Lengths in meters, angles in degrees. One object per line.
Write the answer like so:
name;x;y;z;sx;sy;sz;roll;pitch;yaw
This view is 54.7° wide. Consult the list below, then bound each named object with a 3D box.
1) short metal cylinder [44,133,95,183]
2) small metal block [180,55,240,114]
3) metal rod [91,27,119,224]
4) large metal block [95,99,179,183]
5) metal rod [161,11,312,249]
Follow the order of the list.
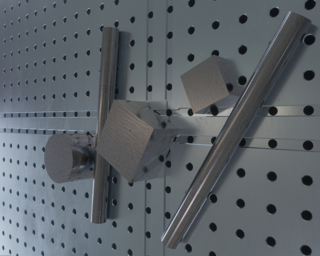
short metal cylinder;-0.148;0.048;0.514;0.080;0.050;0.079;0;90;39
small metal block;0.057;-0.049;0.362;0.050;0.025;0.050;-28;72;36
metal rod;-0.085;-0.002;0.479;0.025;0.025;0.298;7;95;40
large metal block;-0.033;0.016;0.420;0.080;0.050;0.079;36;112;34
metal rod;0.074;0.019;0.348;0.025;0.025;0.298;39;114;33
